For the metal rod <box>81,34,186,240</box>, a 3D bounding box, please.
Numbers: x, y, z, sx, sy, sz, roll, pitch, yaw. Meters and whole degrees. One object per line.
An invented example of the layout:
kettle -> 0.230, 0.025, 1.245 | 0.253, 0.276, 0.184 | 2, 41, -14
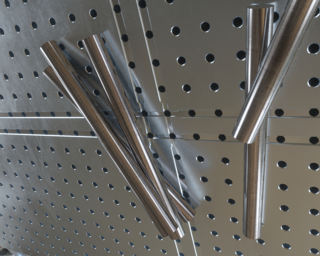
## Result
metal rod -> -0.030, 0.021, 0.421 | 0.025, 0.025, 0.299 | -14, 105, 34

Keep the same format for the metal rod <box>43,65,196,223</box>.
metal rod -> -0.056, 0.025, 0.456 | 0.300, 0.025, 0.025 | 47, 129, -6

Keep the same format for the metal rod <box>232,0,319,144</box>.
metal rod -> 0.123, -0.115, 0.256 | 0.025, 0.025, 0.298 | 24, 121, 14

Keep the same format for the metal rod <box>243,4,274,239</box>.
metal rod -> 0.111, 0.016, 0.362 | 0.025, 0.025, 0.298 | 7, 122, 25

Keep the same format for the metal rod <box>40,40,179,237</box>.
metal rod -> -0.069, 0.012, 0.416 | 0.025, 0.025, 0.299 | -37, 86, 39
